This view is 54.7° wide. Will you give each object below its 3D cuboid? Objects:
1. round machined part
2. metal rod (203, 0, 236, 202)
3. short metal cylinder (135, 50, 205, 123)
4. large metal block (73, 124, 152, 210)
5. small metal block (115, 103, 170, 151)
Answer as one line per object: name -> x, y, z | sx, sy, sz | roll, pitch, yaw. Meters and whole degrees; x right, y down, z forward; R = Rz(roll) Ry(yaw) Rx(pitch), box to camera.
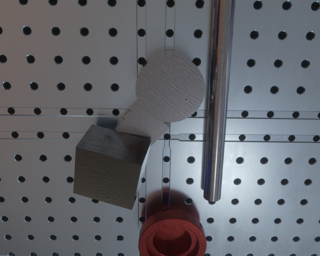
round machined part -> 0.018, 0.164, 0.465 | 0.099, 0.042, 0.097 | 0, 110, -1
metal rod -> 0.075, -0.039, 0.399 | 0.025, 0.025, 0.298 | 0, 110, 0
short metal cylinder -> 0.012, -0.052, 0.381 | 0.081, 0.050, 0.079 | 0, 110, 0
large metal block -> -0.062, 0.051, 0.402 | 0.080, 0.050, 0.079 | 16, 124, 3
small metal block -> -0.023, -0.003, 0.412 | 0.050, 0.025, 0.050 | 42, 104, -14
